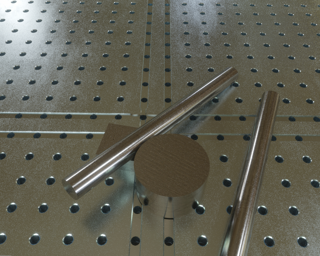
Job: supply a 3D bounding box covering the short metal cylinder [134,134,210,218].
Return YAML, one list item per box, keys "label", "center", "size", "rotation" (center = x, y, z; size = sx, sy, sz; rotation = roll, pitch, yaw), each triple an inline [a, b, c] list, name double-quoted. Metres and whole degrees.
- label: "short metal cylinder"
  center: [0.012, 0.053, 0.347]
  size: [0.081, 0.050, 0.080]
  rotation: [0, 50, 0]

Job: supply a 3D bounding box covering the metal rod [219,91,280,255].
- label: "metal rod"
  center: [0.104, 0.062, 0.356]
  size: [0.025, 0.025, 0.301]
  rotation: [17, 52, 13]

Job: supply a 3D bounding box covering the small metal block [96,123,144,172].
- label: "small metal block"
  center: [-0.046, 0.024, 0.387]
  size: [0.050, 0.025, 0.050]
  rotation: [9, 51, 7]

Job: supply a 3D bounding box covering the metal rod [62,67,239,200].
- label: "metal rod"
  center: [0.011, -0.011, 0.392]
  size: [0.025, 0.025, 0.302]
  rotation: [35, 50, 25]
